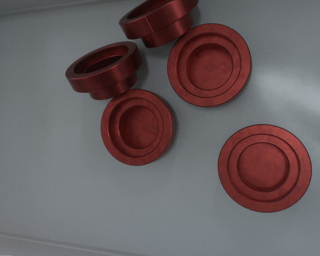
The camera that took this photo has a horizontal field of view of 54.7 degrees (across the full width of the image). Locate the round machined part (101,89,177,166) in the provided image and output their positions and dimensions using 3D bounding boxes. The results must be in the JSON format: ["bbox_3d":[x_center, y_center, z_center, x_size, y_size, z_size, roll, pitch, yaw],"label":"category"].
[{"bbox_3d":[-0.025,-0.001,0.409,0.098,0.042,0.097,0,90,19],"label":"round machined part"}]

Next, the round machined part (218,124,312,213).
[{"bbox_3d":[0.120,0.044,0.359,0.098,0.042,0.097,0,90,19],"label":"round machined part"}]

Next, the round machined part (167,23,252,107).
[{"bbox_3d":[0.062,-0.073,0.379,0.098,0.042,0.097,0,90,19],"label":"round machined part"}]

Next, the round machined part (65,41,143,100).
[{"bbox_3d":[-0.068,-0.072,0.405,0.098,0.098,0.042,-9,125,19],"label":"round machined part"}]

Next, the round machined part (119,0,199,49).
[{"bbox_3d":[0.003,-0.134,0.380,0.098,0.098,0.042,-20,120,18],"label":"round machined part"}]
